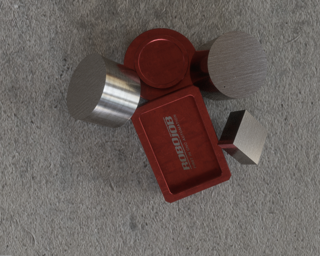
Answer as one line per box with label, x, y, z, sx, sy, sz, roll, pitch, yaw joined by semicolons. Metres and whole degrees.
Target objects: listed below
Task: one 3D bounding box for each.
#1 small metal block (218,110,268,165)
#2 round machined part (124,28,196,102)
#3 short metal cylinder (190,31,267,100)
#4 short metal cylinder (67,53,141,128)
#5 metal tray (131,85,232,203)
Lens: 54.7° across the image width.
small metal block;0.107;0.013;0.394;0.050;0.025;0.050;38;65;-26
round machined part;0.002;-0.082;0.403;0.099;0.042;0.097;0;90;0
short metal cylinder;0.085;-0.075;0.389;0.081;0.050;0.079;-1;92;-18
short metal cylinder;-0.069;-0.044;0.376;0.050;0.080;0.080;16;90;-44
metal tray;0.026;0.020;0.398;0.090;0.030;0.129;-22;100;0
